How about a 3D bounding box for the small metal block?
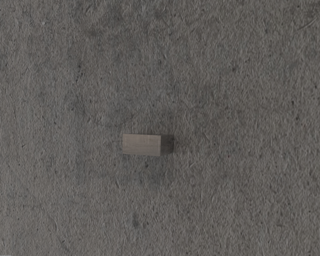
[{"bbox_3d":[-0.014,0.020,0.401,0.050,0.050,0.025,2,91,20],"label":"small metal block"}]
